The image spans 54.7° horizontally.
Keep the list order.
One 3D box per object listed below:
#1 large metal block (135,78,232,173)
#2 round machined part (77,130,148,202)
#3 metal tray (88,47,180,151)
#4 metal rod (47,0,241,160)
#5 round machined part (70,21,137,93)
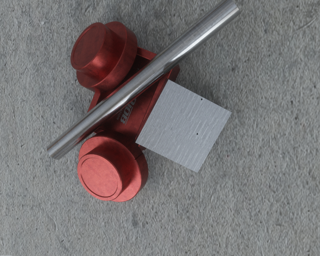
[{"bbox_3d":[0.026,-0.005,0.372,0.080,0.050,0.080,27,99,-7],"label":"large metal block"},{"bbox_3d":[-0.068,0.056,0.407,0.098,0.042,0.097,10,115,23],"label":"round machined part"},{"bbox_3d":[-0.040,-0.043,0.421,0.090,0.030,0.129,26,98,18],"label":"metal tray"},{"bbox_3d":[-0.032,-0.053,0.390,0.300,0.025,0.025,-37,78,16],"label":"metal rod"},{"bbox_3d":[-0.080,-0.098,0.408,0.098,0.042,0.098,-19,59,34],"label":"round machined part"}]
